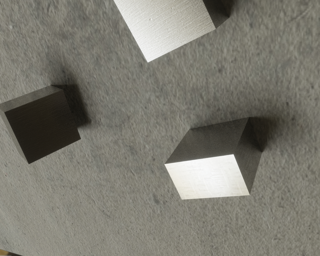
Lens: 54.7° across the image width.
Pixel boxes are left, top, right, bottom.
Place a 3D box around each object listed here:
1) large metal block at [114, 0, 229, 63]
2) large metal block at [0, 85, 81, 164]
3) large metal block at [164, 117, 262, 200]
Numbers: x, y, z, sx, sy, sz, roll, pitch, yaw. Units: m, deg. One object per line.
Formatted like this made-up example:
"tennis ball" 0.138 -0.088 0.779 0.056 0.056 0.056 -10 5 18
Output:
"large metal block" 0.010 -0.124 0.308 0.080 0.050 0.080 -18 109 35
"large metal block" -0.173 -0.007 0.446 0.050 0.081 0.079 21 131 49
"large metal block" 0.064 0.035 0.358 0.080 0.080 0.050 -13 112 33
